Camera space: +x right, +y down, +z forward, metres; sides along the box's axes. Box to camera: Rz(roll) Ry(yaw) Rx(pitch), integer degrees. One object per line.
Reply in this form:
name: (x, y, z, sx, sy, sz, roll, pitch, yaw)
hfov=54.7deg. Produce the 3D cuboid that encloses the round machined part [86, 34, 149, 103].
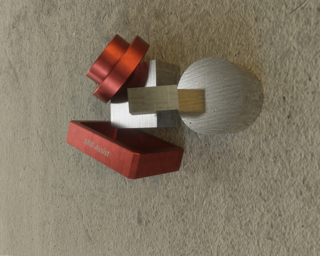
round machined part: (-0.060, -0.084, 0.408, 0.042, 0.098, 0.098, 37, 122, -15)

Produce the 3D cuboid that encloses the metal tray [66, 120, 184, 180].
metal tray: (-0.046, 0.022, 0.402, 0.130, 0.091, 0.030, 22, 104, 38)

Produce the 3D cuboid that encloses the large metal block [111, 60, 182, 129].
large metal block: (-0.019, -0.040, 0.407, 0.080, 0.050, 0.080, -2, 89, 40)

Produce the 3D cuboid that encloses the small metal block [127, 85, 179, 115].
small metal block: (-0.007, -0.029, 0.337, 0.050, 0.050, 0.025, -5, 89, -2)

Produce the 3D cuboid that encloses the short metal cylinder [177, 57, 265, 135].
short metal cylinder: (0.065, -0.033, 0.338, 0.080, 0.050, 0.080, 0, 90, 40)
